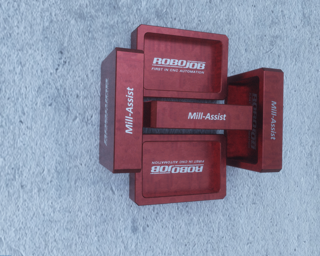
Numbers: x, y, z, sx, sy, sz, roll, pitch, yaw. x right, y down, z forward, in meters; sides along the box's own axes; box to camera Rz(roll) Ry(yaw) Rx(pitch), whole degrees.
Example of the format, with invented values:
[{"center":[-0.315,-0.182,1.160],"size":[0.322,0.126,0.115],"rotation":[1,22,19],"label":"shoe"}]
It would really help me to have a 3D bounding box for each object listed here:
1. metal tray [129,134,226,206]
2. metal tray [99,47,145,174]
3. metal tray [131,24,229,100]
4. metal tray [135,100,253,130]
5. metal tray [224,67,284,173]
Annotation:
[{"center":[0.026,0.053,0.418],"size":[0.131,0.030,0.089],"rotation":[1,89,-20],"label":"metal tray"},{"center":[-0.047,-0.018,0.358],"size":[0.030,0.090,0.129],"rotation":[1,90,-21],"label":"metal tray"},{"center":[0.027,-0.084,0.417],"size":[0.131,0.030,0.089],"rotation":[0,93,-20],"label":"metal tray"},{"center":[0.038,-0.014,0.391],"size":[0.131,0.090,0.030],"rotation":[1,91,-20],"label":"metal tray"},{"center":[0.124,-0.010,0.421],"size":[0.030,0.090,0.129],"rotation":[1,90,-20],"label":"metal tray"}]
